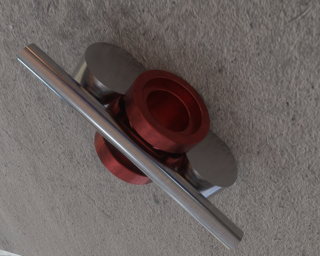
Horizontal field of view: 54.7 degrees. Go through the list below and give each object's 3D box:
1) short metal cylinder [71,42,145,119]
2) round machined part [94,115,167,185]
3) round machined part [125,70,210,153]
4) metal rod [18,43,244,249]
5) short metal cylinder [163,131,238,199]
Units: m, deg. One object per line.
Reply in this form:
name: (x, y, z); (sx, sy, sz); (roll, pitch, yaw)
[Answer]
short metal cylinder: (-0.061, -0.055, 0.369); (0.080, 0.080, 0.050); (43, 129, -2)
round machined part: (-0.027, 0.017, 0.383); (0.098, 0.098, 0.042); (43, 125, -2)
round machined part: (0.005, -0.014, 0.349); (0.098, 0.098, 0.042); (43, 133, -2)
metal rod: (-0.029, 0.021, 0.332); (0.300, 0.025, 0.025); (42, 129, -2)
short metal cylinder: (0.046, 0.046, 0.375); (0.080, 0.080, 0.050); (43, 129, -2)
